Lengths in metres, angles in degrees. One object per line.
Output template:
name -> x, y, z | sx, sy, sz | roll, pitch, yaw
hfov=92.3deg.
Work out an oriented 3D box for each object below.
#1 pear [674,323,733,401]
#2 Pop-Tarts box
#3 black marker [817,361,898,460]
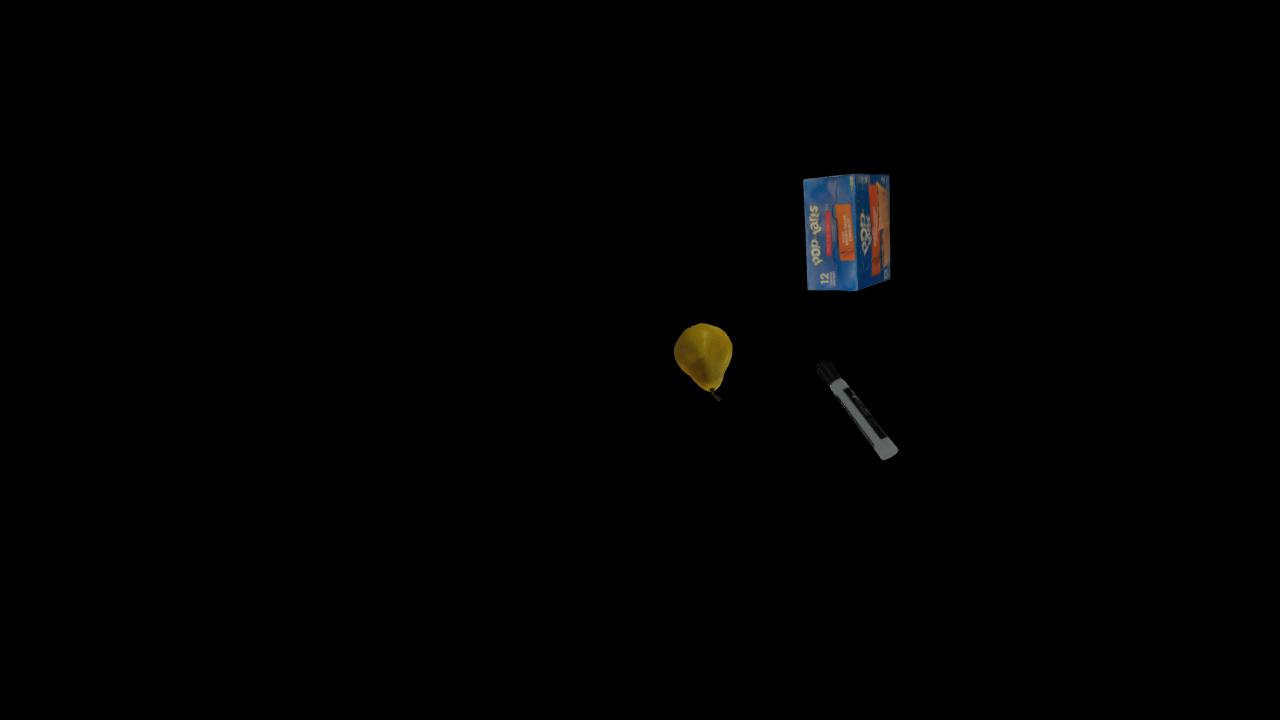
pear -> 0.085, 0.007, 0.826 | 0.080, 0.111, 0.080 | 3, -37, 2
Pop-Tarts box -> 0.322, -0.197, 0.947 | 0.083, 0.167, 0.141 | 4, 15, 41
black marker -> 0.220, 0.048, 0.632 | 0.020, 0.121, 0.020 | -20, -33, -13
